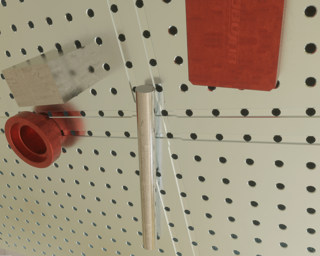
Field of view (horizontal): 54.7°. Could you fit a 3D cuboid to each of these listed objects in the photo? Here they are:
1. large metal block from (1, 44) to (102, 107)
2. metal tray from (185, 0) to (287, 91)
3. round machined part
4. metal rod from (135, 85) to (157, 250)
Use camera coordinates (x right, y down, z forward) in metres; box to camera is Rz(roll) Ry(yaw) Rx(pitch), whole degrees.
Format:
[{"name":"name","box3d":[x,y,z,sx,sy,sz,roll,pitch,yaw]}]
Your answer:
[{"name":"large metal block","box3d":[-0.138,-0.069,0.404,0.080,0.080,0.050,-2,118,28]},{"name":"metal tray","box3d":[0.073,-0.105,0.304,0.090,0.030,0.129,8,122,23]},{"name":"round machined part","box3d":[-0.203,0.015,0.514,0.098,0.042,0.097,13,124,20]},{"name":"metal rod","box3d":[-0.018,0.078,0.466,0.025,0.025,0.298,13,124,20]}]
